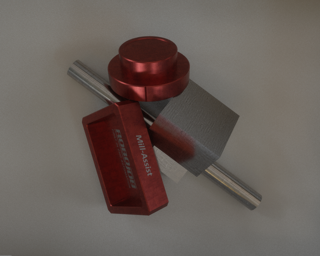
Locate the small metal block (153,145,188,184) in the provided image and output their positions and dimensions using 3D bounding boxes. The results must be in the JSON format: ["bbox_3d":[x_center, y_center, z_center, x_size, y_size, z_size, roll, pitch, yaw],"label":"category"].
[{"bbox_3d":[0.008,0.042,0.397,0.050,0.050,0.025,38,90,-1],"label":"small metal block"}]

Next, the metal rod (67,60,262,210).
[{"bbox_3d":[0.007,0.010,0.410,0.301,0.025,0.025,37,90,-1],"label":"metal rod"}]

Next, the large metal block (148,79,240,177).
[{"bbox_3d":[0.040,-0.002,0.378,0.080,0.050,0.080,37,47,0],"label":"large metal block"}]

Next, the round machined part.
[{"bbox_3d":[-0.013,-0.077,0.371,0.099,0.098,0.042,-2,131,-1],"label":"round machined part"}]

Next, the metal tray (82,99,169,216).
[{"bbox_3d":[-0.046,0.038,0.378,0.030,0.090,0.129,-17,90,-41],"label":"metal tray"}]
